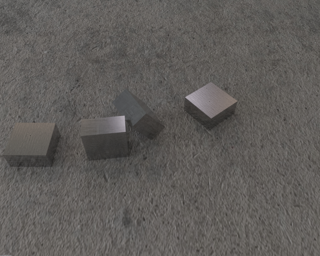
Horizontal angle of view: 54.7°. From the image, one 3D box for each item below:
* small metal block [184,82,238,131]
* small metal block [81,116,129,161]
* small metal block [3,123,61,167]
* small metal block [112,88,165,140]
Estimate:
[{"bbox_3d":[0.070,-0.031,0.430,0.050,0.025,0.050,-32,57,-24],"label":"small metal block"},{"bbox_3d":[-0.065,0.013,0.375,0.050,0.050,0.025,-5,50,-5],"label":"small metal block"},{"bbox_3d":[-0.157,0.020,0.385,0.050,0.025,0.050,0,50,0],"label":"small metal block"},{"bbox_3d":[-0.027,-0.017,0.397,0.025,0.050,0.050,-44,57,7],"label":"small metal block"}]
